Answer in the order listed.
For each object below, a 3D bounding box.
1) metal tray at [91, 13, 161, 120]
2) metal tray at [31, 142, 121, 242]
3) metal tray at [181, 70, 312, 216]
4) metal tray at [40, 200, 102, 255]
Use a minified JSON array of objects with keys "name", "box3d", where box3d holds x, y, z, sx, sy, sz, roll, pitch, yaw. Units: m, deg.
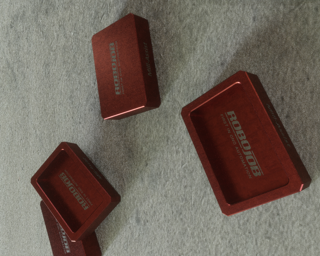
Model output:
[{"name":"metal tray","box3d":[-0.051,-0.083,0.441,0.090,0.030,0.129,-14,81,38]},{"name":"metal tray","box3d":[-0.133,0.095,0.481,0.130,0.030,0.090,44,98,23]},{"name":"metal tray","box3d":[0.085,0.017,0.330,0.090,0.030,0.130,-33,70,34]},{"name":"metal tray","box3d":[-0.154,0.170,0.526,0.090,0.030,0.130,-35,69,34]}]
